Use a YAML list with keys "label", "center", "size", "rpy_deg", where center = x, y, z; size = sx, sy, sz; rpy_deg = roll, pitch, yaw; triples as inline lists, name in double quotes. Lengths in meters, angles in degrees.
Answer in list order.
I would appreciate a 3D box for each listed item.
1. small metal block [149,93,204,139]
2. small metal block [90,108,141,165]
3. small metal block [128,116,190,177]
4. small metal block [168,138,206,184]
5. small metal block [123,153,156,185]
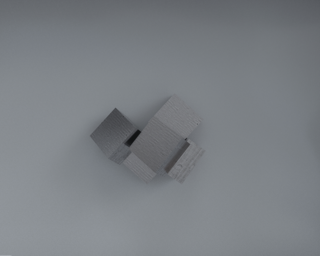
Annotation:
- label: "small metal block"
  center: [0.021, -0.010, 0.410]
  size: [0.050, 0.025, 0.050]
  rpy_deg: [42, 90, -1]
- label: "small metal block"
  center: [-0.054, 0.010, 0.397]
  size: [0.050, 0.025, 0.050]
  rpy_deg: [-48, 52, 0]
- label: "small metal block"
  center: [-0.001, 0.022, 0.373]
  size: [0.050, 0.025, 0.050]
  rpy_deg: [38, 90, 33]
- label: "small metal block"
  center: [0.030, 0.040, 0.398]
  size: [0.025, 0.050, 0.050]
  rpy_deg: [35, 90, -1]
- label: "small metal block"
  center: [-0.018, 0.037, 0.409]
  size: [0.050, 0.025, 0.050]
  rpy_deg: [42, 90, -1]
